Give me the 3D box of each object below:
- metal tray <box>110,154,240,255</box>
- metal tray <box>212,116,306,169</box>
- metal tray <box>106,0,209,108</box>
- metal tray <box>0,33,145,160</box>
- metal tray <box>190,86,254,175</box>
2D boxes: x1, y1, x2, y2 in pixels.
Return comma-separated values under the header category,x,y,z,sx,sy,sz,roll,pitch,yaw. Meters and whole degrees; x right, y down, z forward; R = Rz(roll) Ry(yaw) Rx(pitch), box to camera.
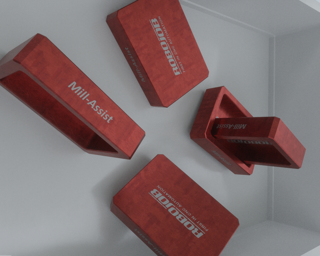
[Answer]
category,x,y,z,sx,sy,sz,roll,pitch,yaw
metal tray,0.018,0.104,0.370,0.130,0.030,0.090,40,56,11
metal tray,0.126,0.021,0.447,0.090,0.130,0.030,38,67,-34
metal tray,0.002,-0.102,0.399,0.090,0.030,0.130,-39,114,-25
metal tray,-0.086,-0.022,0.293,0.130,0.090,0.030,45,63,-31
metal tray,0.109,0.007,0.485,0.130,0.030,0.090,38,63,-33
